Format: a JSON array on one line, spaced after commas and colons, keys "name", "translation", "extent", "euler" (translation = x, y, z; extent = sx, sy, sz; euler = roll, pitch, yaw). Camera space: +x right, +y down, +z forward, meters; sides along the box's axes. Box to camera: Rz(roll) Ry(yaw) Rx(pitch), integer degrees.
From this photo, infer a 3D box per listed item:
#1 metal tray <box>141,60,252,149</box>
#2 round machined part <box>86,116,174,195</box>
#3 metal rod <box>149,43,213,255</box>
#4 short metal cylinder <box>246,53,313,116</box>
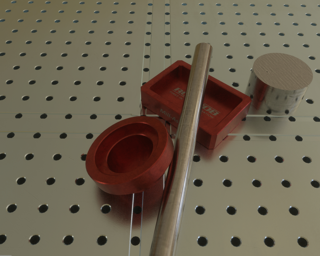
[{"name": "metal tray", "translation": [0.048, -0.038, 0.436], "extent": [0.130, 0.030, 0.090], "euler": [35, 58, 25]}, {"name": "round machined part", "translation": [-0.030, 0.035, 0.353], "extent": [0.098, 0.042, 0.098], "euler": [-14, 41, 13]}, {"name": "metal rod", "translation": [0.030, 0.015, 0.363], "extent": [0.025, 0.025, 0.300], "euler": [10, 60, 8]}, {"name": "short metal cylinder", "translation": [0.170, -0.064, 0.447], "extent": [0.081, 0.050, 0.080], "euler": [0, 50, 0]}]
